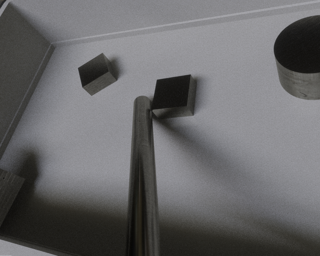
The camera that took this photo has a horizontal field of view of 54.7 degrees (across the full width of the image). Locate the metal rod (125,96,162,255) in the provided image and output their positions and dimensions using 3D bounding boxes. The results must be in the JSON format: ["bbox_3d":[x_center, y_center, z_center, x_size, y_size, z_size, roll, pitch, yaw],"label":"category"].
[{"bbox_3d":[-0.017,0.036,0.309,0.025,0.025,0.300,-27,26,11],"label":"metal rod"}]

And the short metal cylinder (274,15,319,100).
[{"bbox_3d":[0.173,-0.078,0.347,0.080,0.050,0.080,-13,56,20],"label":"short metal cylinder"}]

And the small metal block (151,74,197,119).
[{"bbox_3d":[0.020,-0.042,0.420,0.050,0.025,0.050,-5,59,25],"label":"small metal block"}]

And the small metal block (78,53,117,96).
[{"bbox_3d":[-0.104,-0.089,0.513,0.050,0.025,0.050,-29,52,9],"label":"small metal block"}]

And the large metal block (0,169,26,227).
[{"bbox_3d":[-0.253,0.092,0.435,0.050,0.080,0.080,-9,54,52],"label":"large metal block"}]
